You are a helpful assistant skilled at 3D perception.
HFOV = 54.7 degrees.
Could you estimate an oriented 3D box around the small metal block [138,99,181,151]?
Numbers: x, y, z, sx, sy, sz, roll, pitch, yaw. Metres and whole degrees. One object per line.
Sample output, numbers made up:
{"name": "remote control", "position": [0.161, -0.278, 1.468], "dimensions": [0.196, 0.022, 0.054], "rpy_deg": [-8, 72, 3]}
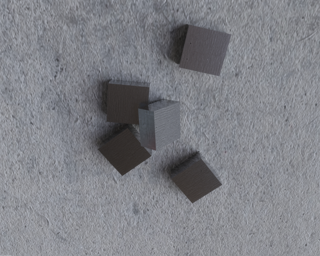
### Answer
{"name": "small metal block", "position": [0.001, -0.005, 0.392], "dimensions": [0.025, 0.050, 0.050], "rpy_deg": [14, 116, 38]}

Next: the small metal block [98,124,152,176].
{"name": "small metal block", "position": [-0.046, 0.028, 0.420], "dimensions": [0.050, 0.025, 0.050], "rpy_deg": [-35, 107, 12]}

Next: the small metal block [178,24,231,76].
{"name": "small metal block", "position": [0.053, -0.095, 0.375], "dimensions": [0.050, 0.025, 0.050], "rpy_deg": [12, 110, -5]}

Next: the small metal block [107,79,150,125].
{"name": "small metal block", "position": [-0.040, -0.033, 0.397], "dimensions": [0.050, 0.025, 0.050], "rpy_deg": [5, 110, -2]}

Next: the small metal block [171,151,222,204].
{"name": "small metal block", "position": [0.050, 0.069, 0.436], "dimensions": [0.050, 0.025, 0.050], "rpy_deg": [-36, 107, 12]}
